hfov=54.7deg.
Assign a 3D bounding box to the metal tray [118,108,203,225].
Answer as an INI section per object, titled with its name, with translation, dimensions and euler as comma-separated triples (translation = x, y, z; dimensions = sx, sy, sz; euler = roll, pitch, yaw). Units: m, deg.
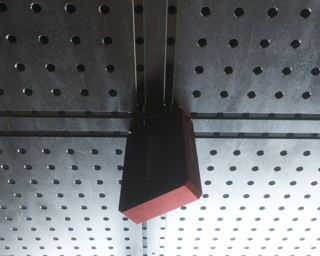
[metal tray]
translation = -0.001, 0.041, 0.378
dimensions = 0.090, 0.130, 0.030
euler = -28, 125, 21
